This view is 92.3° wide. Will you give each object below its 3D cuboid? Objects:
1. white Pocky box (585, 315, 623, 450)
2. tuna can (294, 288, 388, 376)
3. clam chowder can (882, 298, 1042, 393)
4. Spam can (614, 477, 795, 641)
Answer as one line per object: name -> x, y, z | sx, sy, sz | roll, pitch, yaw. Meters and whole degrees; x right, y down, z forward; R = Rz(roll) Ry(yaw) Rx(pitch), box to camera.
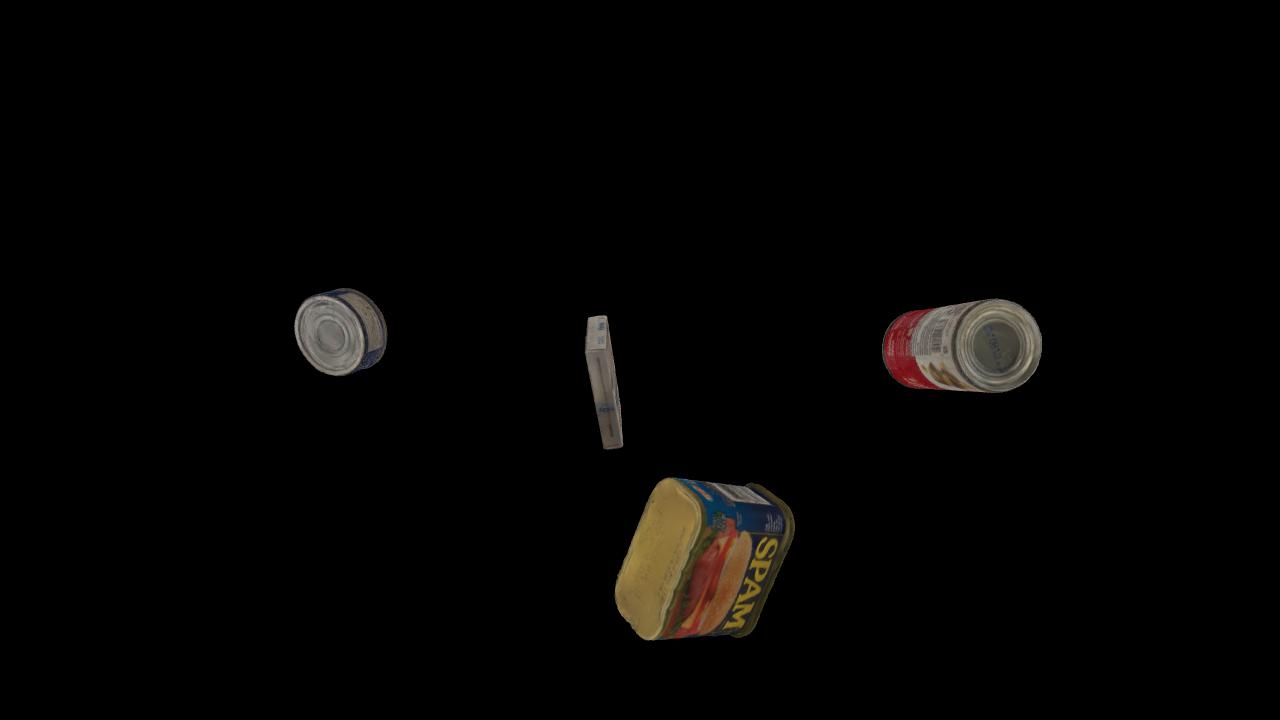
white Pocky box -> -0.045, 0.029, 0.779 | 0.028, 0.154, 0.084 | -7, 34, 1
tuna can -> -0.296, -0.027, 0.607 | 0.084, 0.084, 0.034 | 0, 15, 16
clam chowder can -> 0.243, -0.010, 0.473 | 0.068, 0.068, 0.102 | 0, -1, -5
Spam can -> 0.041, 0.129, 0.403 | 0.085, 0.101, 0.058 | 16, 9, -36
